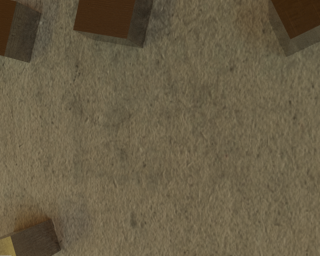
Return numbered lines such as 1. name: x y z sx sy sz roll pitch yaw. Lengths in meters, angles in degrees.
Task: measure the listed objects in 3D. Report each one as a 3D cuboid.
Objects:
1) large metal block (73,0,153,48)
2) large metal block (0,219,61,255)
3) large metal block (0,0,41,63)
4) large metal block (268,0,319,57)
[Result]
1. large metal block: -0.060 -0.158 0.416 0.080 0.050 0.079 15 95 19
2. large metal block: -0.209 0.178 0.451 0.080 0.080 0.050 -22 83 18
3. large metal block: -0.242 -0.153 0.479 0.080 0.050 0.080 18 96 18
4. large metal block: 0.163 -0.123 0.323 0.080 0.080 0.050 -25 82 18
